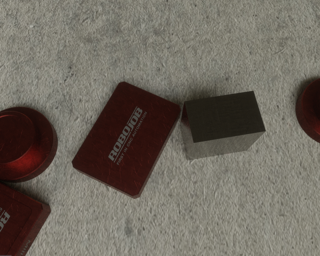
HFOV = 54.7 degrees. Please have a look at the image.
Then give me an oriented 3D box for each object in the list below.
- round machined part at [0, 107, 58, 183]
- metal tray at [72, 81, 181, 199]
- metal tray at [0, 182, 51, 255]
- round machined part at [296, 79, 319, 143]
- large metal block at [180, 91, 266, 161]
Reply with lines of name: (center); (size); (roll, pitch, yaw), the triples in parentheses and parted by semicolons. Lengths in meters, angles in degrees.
round machined part: (-0.185, 0.017, 0.391); (0.099, 0.042, 0.098); (0, 70, -1)
metal tray: (-0.040, 0.013, 0.400); (0.090, 0.030, 0.130); (25, 72, 8)
metal tray: (-0.201, 0.131, 0.355); (0.090, 0.030, 0.130); (24, 72, 8)
round machined part: (0.239, -0.027, 0.412); (0.099, 0.042, 0.098); (0, 70, -1)
large metal block: (0.071, 0.000, 0.380); (0.081, 0.080, 0.050); (-9, 71, -4)
